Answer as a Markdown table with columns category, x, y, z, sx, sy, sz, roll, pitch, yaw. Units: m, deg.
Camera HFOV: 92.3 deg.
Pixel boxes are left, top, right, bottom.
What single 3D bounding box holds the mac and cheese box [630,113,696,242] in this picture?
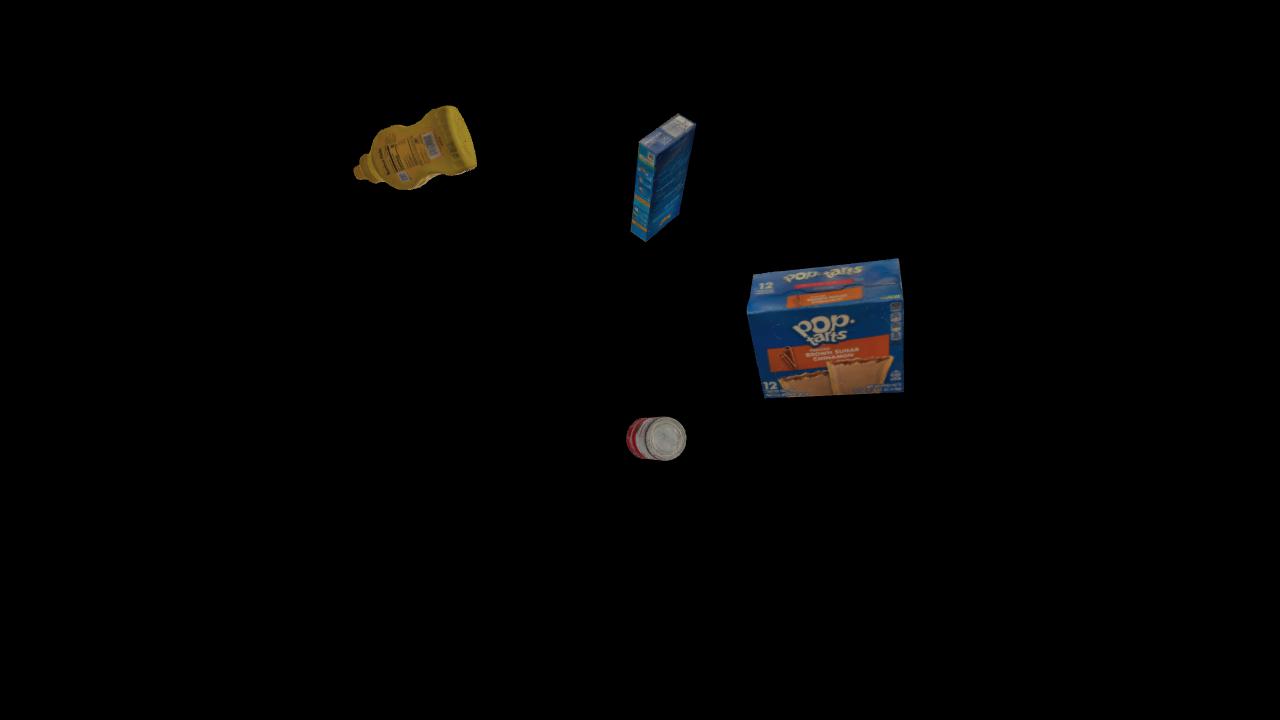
| category | x | y | z | sx | sy | sz | roll | pitch | yaw |
| --- | --- | --- | --- | --- | --- | --- | --- | --- | --- |
| mac and cheese box | 0.032 | -0.274 | 0.943 | 0.041 | 0.093 | 0.184 | 37 | -27 | 15 |

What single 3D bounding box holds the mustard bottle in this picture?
| category | x | y | z | sx | sy | sz | roll | pitch | yaw |
| --- | --- | --- | --- | --- | --- | --- | --- | --- | --- |
| mustard bottle | -0.333 | -0.294 | 0.885 | 0.184 | 0.092 | 0.054 | -13 | 22 | 15 |

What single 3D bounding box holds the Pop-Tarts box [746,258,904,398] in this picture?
| category | x | y | z | sx | sy | sz | roll | pitch | yaw |
| --- | --- | --- | --- | --- | --- | --- | --- | --- | --- |
| Pop-Tarts box | 0.224 | -0.033 | 0.736 | 0.167 | 0.141 | 0.083 | -4 | 40 | 19 |

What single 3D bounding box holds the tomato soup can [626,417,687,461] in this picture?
| category | x | y | z | sx | sy | sz | roll | pitch | yaw |
| --- | --- | --- | --- | --- | --- | --- | --- | --- | --- |
| tomato soup can | 0.024 | 0.123 | 0.957 | 0.068 | 0.068 | 0.101 | 0 | -6 | -18 |
